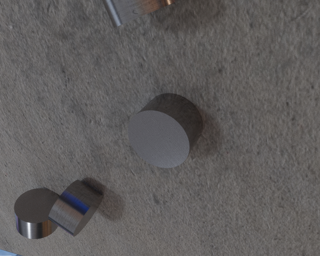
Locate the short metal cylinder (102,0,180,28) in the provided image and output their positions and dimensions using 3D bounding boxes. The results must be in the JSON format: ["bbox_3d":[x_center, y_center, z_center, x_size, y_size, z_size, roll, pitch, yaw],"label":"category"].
[{"bbox_3d":[-0.017,-0.135,0.296,0.080,0.080,0.050,-10,113,32],"label":"short metal cylinder"}]

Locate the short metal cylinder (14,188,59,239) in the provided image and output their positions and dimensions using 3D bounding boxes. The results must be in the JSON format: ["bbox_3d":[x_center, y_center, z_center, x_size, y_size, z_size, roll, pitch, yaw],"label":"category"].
[{"bbox_3d":[-0.233,0.162,0.591,0.080,0.080,0.050,25,127,13],"label":"short metal cylinder"}]

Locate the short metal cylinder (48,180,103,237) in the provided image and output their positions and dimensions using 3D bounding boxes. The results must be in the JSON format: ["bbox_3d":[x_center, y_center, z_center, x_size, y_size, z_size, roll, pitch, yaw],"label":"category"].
[{"bbox_3d":[-0.142,0.136,0.528,0.050,0.080,0.079,32,128,7],"label":"short metal cylinder"}]

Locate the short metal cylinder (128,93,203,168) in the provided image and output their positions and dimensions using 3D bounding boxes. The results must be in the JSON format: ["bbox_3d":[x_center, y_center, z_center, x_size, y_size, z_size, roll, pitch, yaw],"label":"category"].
[{"bbox_3d":[0.007,0.003,0.387,0.080,0.050,0.079,13,124,20],"label":"short metal cylinder"}]
